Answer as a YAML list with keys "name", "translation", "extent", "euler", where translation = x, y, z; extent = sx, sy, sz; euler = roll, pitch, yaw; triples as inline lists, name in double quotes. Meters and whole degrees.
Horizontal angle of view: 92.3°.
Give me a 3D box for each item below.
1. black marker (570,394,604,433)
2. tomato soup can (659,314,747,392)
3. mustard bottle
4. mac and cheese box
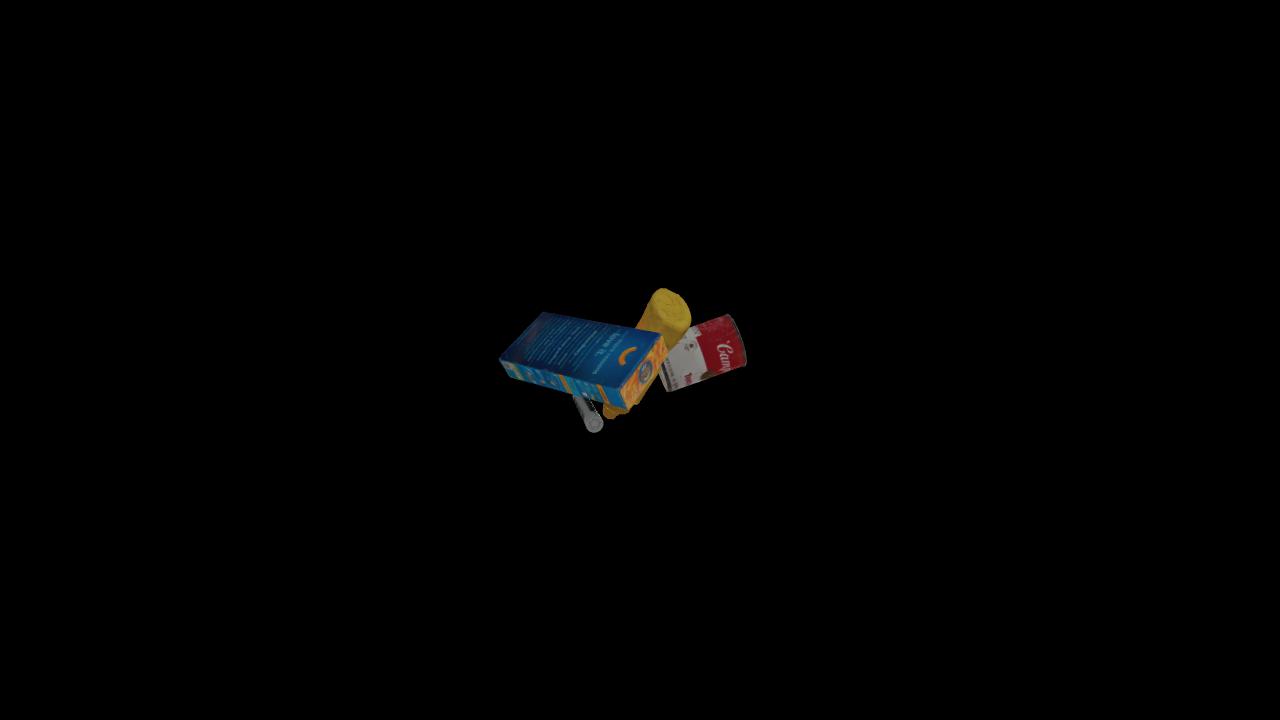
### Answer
- name: "black marker"
  translation: [-0.063, 0.050, 0.694]
  extent: [0.020, 0.020, 0.121]
  euler: [0, 17, -16]
- name: "tomato soup can"
  translation: [0.069, -0.008, 0.740]
  extent: [0.101, 0.068, 0.068]
  euler: [-19, 1, -3]
- name: "mustard bottle"
  translation: [-0.001, 0.005, 0.769]
  extent: [0.054, 0.184, 0.092]
  euler: [20, 31, -18]
- name: "mac and cheese box"
  translation: [-0.068, -0.004, 0.719]
  extent: [0.184, 0.041, 0.093]
  euler: [13, 50, 34]
